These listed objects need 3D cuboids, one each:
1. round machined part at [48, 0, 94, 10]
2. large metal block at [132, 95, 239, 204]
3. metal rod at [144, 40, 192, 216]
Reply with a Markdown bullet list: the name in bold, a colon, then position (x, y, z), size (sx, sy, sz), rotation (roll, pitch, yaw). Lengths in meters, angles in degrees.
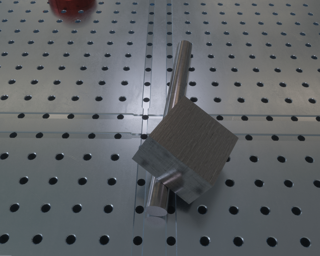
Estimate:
- **round machined part**: position (-0.185, -0.288, 0.637), size (0.099, 0.042, 0.098), rotation (0, 50, 0)
- **large metal block**: position (0.030, 0.023, 0.348), size (0.080, 0.050, 0.080), rotation (39, 48, 2)
- **metal rod**: position (0.019, -0.024, 0.427), size (0.025, 0.025, 0.300), rotation (7, 50, 6)
